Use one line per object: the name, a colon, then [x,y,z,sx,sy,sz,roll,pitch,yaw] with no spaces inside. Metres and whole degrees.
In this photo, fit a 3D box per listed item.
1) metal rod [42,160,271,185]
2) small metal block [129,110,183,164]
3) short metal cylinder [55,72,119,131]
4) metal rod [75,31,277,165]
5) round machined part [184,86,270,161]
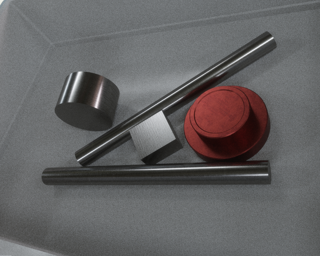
metal rod: [-0.024,0.057,0.380,0.301,0.025,0.025,-5,60,25]
small metal block: [-0.006,0.014,0.396,0.050,0.025,0.050,-31,52,8]
short metal cylinder: [-0.103,-0.036,0.443,0.080,0.080,0.050,-5,60,25]
metal rod: [0.016,-0.035,0.416,0.300,0.025,0.025,-32,52,7]
round machined part: [0.073,-0.010,0.358,0.098,0.042,0.098,-13,56,20]
